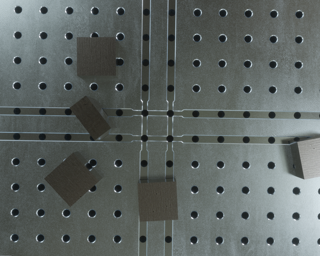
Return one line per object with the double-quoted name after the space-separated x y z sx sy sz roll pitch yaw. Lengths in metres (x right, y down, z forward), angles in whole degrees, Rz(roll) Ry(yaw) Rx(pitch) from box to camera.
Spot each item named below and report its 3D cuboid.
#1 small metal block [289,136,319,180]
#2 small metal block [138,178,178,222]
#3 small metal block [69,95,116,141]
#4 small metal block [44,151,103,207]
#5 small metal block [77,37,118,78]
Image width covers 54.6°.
0.208 0.038 0.415 0.050 0.025 0.050 -11 90 0 "small metal block"
-0.003 0.095 0.413 0.050 0.025 0.050 -3 90 0 "small metal block"
-0.084 -0.012 0.400 0.025 0.050 0.050 -38 90 0 "small metal block"
-0.114 0.067 0.413 0.050 0.025 0.050 -42 90 0 "small metal block"
-0.082 -0.093 0.413 0.050 0.025 0.050 0 90 0 "small metal block"
